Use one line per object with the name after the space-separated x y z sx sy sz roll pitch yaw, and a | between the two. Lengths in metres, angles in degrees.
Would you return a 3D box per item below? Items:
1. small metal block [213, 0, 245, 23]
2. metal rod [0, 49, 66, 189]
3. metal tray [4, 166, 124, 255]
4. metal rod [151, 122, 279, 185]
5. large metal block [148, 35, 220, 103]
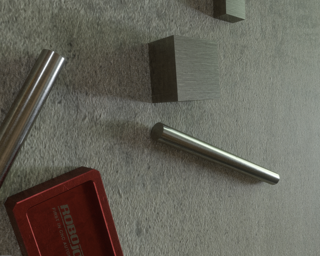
0.112 -0.202 0.501 0.050 0.025 0.050 -4 92 -40 | small metal block
-0.159 0.061 0.272 0.025 0.025 0.299 33 69 -36 | metal rod
-0.093 0.116 0.324 0.091 0.030 0.129 -22 104 -38 | metal tray
0.106 0.050 0.496 0.302 0.025 0.025 23 76 -38 | metal rod
0.034 -0.076 0.419 0.081 0.050 0.079 -7 95 -40 | large metal block
